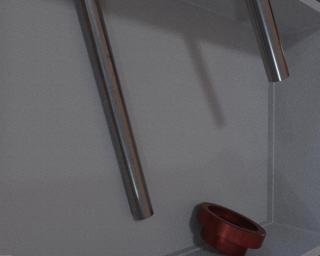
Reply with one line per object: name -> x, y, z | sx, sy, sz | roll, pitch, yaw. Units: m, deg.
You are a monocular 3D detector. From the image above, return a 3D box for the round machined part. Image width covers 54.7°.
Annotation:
round machined part -> 0.097, 0.148, 0.446 | 0.099, 0.098, 0.042 | 20, 92, -39

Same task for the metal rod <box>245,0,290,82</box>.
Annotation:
metal rod -> 0.088, -0.190, 0.328 | 0.025, 0.025, 0.299 | -37, 113, -34

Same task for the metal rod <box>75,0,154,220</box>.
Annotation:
metal rod -> -0.054, -0.032, 0.362 | 0.025, 0.025, 0.298 | -22, 104, -38
